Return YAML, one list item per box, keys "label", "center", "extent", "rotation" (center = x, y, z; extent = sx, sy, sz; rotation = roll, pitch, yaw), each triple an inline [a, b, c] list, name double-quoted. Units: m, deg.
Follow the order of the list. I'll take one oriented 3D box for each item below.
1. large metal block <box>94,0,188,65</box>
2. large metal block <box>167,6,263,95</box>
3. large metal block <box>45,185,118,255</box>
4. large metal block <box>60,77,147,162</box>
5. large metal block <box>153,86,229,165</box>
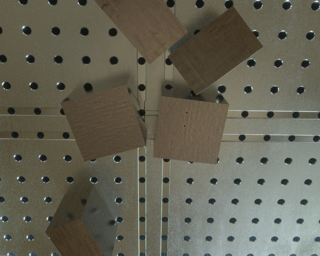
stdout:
- label: "large metal block"
  center: [-0.018, -0.122, 0.339]
  extent: [0.050, 0.080, 0.080]
  rotation: [-39, 106, 13]
- label: "large metal block"
  center: [0.061, -0.082, 0.349]
  extent: [0.080, 0.080, 0.050]
  rotation: [-36, 90, 12]
- label: "large metal block"
  center: [-0.104, 0.141, 0.435]
  extent: [0.050, 0.080, 0.080]
  rotation: [-23, 109, 8]
- label: "large metal block"
  center: [-0.067, -0.012, 0.395]
  extent: [0.080, 0.050, 0.080]
  rotation: [-15, 110, 5]
- label: "large metal block"
  center: [0.036, -0.004, 0.399]
  extent: [0.081, 0.050, 0.079]
  rotation: [7, 110, -3]
